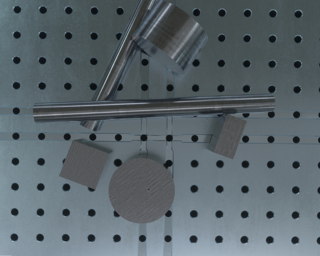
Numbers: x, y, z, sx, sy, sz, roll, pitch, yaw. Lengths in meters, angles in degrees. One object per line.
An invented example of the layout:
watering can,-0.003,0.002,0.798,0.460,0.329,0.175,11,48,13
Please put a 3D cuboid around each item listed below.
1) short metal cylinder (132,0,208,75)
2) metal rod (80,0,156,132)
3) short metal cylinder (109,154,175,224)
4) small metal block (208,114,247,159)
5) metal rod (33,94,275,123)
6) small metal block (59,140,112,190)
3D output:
short metal cylinder,0.012,-0.111,0.386,0.080,0.080,0.050,36,90,0
metal rod,-0.031,-0.135,0.412,0.025,0.025,0.299,25,90,0
short metal cylinder,-0.022,0.076,0.401,0.081,0.050,0.079,0,90,0
small metal block,0.086,0.010,0.401,0.025,0.050,0.050,20,90,0
metal rod,-0.001,-0.026,0.396,0.302,0.025,0.025,-3,90,-7
small metal block,-0.098,0.048,0.412,0.050,0.025,0.050,21,90,0
